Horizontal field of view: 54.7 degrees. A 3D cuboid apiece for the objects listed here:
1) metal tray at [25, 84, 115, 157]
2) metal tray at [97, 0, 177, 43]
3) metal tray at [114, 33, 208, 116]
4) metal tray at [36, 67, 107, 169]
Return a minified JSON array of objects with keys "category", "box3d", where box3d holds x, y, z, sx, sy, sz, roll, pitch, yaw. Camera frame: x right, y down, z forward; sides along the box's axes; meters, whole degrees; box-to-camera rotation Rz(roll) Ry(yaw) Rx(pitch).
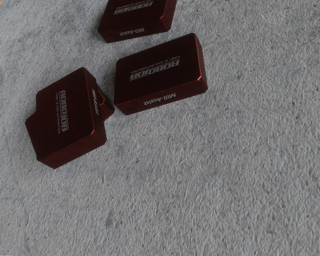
[{"category":"metal tray","box3d":[-0.144,-0.018,0.488,0.130,0.030,0.090,-39,51,1]},{"category":"metal tray","box3d":[-0.039,-0.202,0.546,0.130,0.030,0.090,-3,60,26]},{"category":"metal tray","box3d":[-0.002,-0.077,0.449,0.130,0.030,0.090,-15,56,19]},{"category":"metal tray","box3d":[-0.130,-0.017,0.440,0.090,0.030,0.130,-26,53,11]}]
